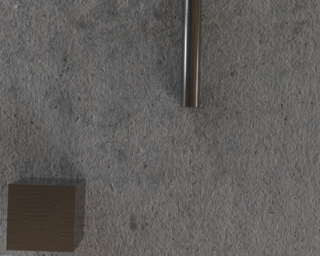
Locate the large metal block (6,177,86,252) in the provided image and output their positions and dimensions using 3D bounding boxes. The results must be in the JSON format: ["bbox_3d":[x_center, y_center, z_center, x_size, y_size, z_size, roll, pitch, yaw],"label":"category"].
[{"bbox_3d":[-0.143,0.108,0.396,0.081,0.050,0.080,2,90,0],"label":"large metal block"}]

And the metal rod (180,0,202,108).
[{"bbox_3d":[0.043,-0.176,0.410,0.025,0.025,0.298,1,90,0],"label":"metal rod"}]
